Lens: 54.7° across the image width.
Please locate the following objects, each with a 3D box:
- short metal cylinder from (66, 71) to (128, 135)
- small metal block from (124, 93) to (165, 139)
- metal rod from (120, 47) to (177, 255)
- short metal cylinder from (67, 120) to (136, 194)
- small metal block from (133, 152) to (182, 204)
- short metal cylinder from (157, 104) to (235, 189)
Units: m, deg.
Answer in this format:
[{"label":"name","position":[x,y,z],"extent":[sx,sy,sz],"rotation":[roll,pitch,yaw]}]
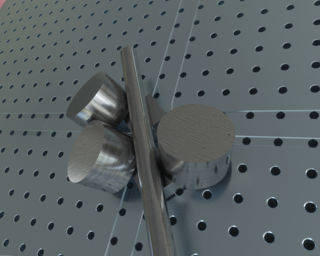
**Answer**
[{"label":"short metal cylinder","position":[-0.085,-0.033,0.434],"extent":[0.080,0.050,0.080],"rotation":[-34,33,26]},{"label":"small metal block","position":[-0.017,-0.011,0.420],"extent":[0.050,0.025,0.050],"rotation":[-37,51,3]},{"label":"metal rod","position":[-0.022,0.006,0.378],"extent":[0.025,0.025,0.299],"rotation":[-23,53,14]},{"label":"short metal cylinder","position":[-0.072,0.036,0.386],"extent":[0.080,0.050,0.080],"rotation":[-31,45,38]},{"label":"small metal block","position":[-0.002,0.057,0.370],"extent":[0.050,0.025,0.050],"rotation":[-35,51,5]},{"label":"short metal cylinder","position":[0.038,0.019,0.339],"extent":[0.080,0.050,0.080],"rotation":[-2,49,2]}]
